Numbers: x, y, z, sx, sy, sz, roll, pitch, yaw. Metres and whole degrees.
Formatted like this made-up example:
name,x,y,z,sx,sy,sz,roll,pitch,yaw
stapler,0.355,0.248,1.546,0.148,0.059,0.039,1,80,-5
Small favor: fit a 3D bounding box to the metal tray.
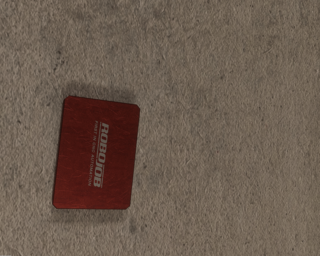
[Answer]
name,x,y,z,sx,sy,sz,roll,pitch,yaw
metal tray,-0.078,0.031,0.378,0.091,0.030,0.129,7,88,-20
